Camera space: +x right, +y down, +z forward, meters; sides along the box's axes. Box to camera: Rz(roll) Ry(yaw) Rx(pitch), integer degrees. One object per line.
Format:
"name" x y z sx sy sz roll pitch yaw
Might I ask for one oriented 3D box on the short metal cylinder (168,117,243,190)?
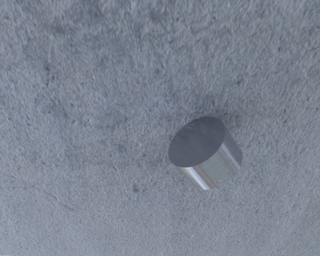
"short metal cylinder" 0.058 0.032 0.399 0.080 0.080 0.050 -26 126 20
